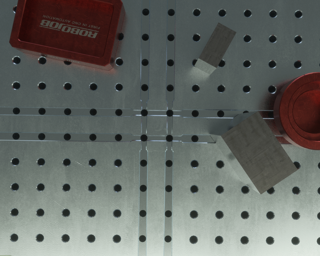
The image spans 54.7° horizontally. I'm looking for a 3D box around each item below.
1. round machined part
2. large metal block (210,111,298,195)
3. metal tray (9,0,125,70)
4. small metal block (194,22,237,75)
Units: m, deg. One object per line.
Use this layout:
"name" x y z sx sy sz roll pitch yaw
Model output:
"round machined part" 0.197 -0.021 0.406 0.099 0.042 0.097 0 90 0
"large metal block" 0.111 0.028 0.387 0.050 0.080 0.080 -34 90 0
"metal tray" -0.120 -0.135 0.409 0.131 0.030 0.089 12 90 0
"small metal block" 0.070 -0.101 0.401 0.025 0.050 0.050 29 90 0
